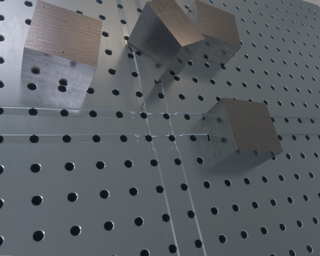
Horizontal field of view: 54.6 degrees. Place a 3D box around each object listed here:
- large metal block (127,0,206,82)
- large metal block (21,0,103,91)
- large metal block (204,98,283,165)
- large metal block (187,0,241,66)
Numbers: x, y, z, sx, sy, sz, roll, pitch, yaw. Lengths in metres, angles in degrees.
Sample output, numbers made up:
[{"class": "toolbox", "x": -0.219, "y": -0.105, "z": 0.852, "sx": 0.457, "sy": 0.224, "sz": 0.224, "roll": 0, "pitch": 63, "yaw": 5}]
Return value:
[{"class": "large metal block", "x": 0.006, "y": -0.128, "z": 0.454, "sx": 0.050, "sy": 0.080, "sz": 0.080, "roll": -28, "pitch": 77, "yaw": -37}, {"class": "large metal block", "x": -0.121, "y": -0.102, "z": 0.389, "sx": 0.081, "sy": 0.050, "sz": 0.080, "roll": 12, "pitch": 57, "yaw": -21}, {"class": "large metal block", "x": 0.119, "y": 0.007, "z": 0.451, "sx": 0.081, "sy": 0.050, "sz": 0.080, "roll": 4, "pitch": 60, "yaw": -26}, {"class": "large metal block", "x": 0.087, "y": -0.164, "z": 0.538, "sx": 0.081, "sy": 0.050, "sz": 0.080, "roll": 12, "pitch": 57, "yaw": -21}]
